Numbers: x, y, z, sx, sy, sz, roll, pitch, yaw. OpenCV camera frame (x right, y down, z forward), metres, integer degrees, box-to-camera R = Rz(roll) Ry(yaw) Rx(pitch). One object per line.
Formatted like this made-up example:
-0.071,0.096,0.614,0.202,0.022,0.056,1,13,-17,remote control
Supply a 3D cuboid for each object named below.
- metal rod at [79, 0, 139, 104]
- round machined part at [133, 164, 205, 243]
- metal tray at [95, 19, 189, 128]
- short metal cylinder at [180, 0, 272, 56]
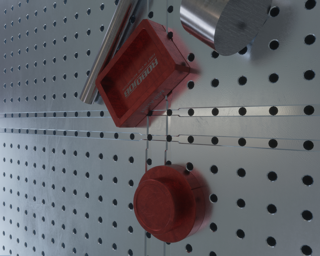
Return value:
-0.054,-0.167,0.453,0.025,0.025,0.298,43,116,31,metal rod
0.004,0.097,0.395,0.098,0.042,0.097,0,90,40,round machined part
-0.030,-0.072,0.431,0.129,0.030,0.090,-43,64,31,metal tray
0.068,-0.122,0.318,0.050,0.081,0.080,45,117,30,short metal cylinder
